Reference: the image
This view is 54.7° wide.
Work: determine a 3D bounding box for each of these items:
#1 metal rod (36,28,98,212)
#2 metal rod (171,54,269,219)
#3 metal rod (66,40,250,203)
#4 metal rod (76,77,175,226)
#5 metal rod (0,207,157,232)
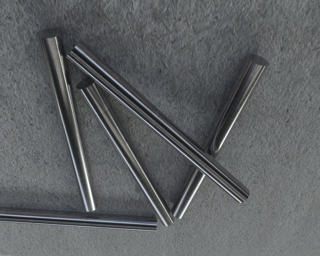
[{"bbox_3d":[-0.116,0.015,0.418,0.025,0.025,0.298,0,130,0],"label":"metal rod"},{"bbox_3d":[0.070,0.034,0.436,0.025,0.025,0.298,12,129,-10],"label":"metal rod"},{"bbox_3d":[0.012,0.005,0.389,0.025,0.025,0.300,-38,114,27],"label":"metal rod"},{"bbox_3d":[-0.036,0.054,0.452,0.025,0.025,0.299,-15,129,12],"label":"metal rod"},{"bbox_3d":[-0.156,0.159,0.540,0.302,0.025,0.025,5,130,-5],"label":"metal rod"}]
